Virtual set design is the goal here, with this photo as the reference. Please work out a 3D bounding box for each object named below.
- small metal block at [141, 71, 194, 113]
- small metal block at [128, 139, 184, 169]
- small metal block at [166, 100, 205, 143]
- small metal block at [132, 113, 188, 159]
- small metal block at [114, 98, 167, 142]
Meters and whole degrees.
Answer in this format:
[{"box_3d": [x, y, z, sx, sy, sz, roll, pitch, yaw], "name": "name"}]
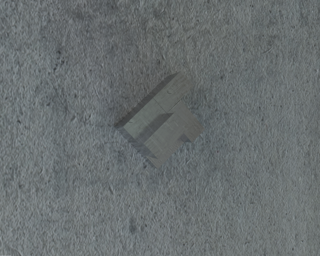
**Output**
[{"box_3d": [0.008, -0.044, 0.401, 0.050, 0.050, 0.025, -45, 105, -15], "name": "small metal block"}, {"box_3d": [-0.006, 0.018, 0.409, 0.050, 0.025, 0.050, -44, 104, -15], "name": "small metal block"}, {"box_3d": [0.024, -0.008, 0.407, 0.025, 0.050, 0.050, -45, 105, -14], "name": "small metal block"}, {"box_3d": [-0.001, 0.009, 0.371, 0.050, 0.050, 0.025, -45, 105, -15], "name": "small metal block"}, {"box_3d": [-0.026, -0.010, 0.388, 0.050, 0.050, 0.025, -45, 105, -15], "name": "small metal block"}]
